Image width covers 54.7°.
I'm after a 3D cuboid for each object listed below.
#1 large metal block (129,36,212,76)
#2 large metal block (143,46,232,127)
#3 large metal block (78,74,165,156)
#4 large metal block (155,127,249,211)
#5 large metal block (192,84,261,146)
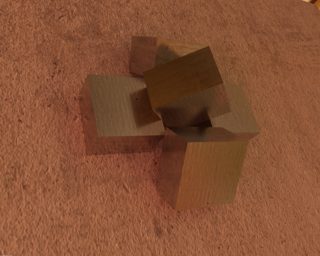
[{"bbox_3d":[0.011,-0.096,0.429,0.081,0.080,0.050,-1,106,-29],"label":"large metal block"},{"bbox_3d":[0.036,-0.043,0.374,0.080,0.080,0.050,-20,66,11],"label":"large metal block"},{"bbox_3d":[-0.048,-0.015,0.373,0.081,0.050,0.080,-1,62,-29],"label":"large metal block"},{"bbox_3d":[0.047,0.044,0.362,0.081,0.079,0.050,1,18,-27],"label":"large metal block"},{"bbox_3d":[0.084,-0.017,0.444,0.081,0.050,0.080,0,62,-29],"label":"large metal block"}]
